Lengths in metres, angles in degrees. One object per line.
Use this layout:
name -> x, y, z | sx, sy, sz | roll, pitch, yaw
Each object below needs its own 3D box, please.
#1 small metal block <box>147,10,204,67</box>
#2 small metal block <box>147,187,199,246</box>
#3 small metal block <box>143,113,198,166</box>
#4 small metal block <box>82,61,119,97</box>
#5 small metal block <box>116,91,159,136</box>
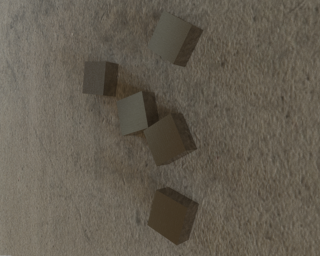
small metal block -> 0.018, -0.112, 0.388 | 0.050, 0.025, 0.050 | 40, 114, 32
small metal block -> 0.016, 0.109, 0.390 | 0.050, 0.025, 0.050 | 22, 104, 37
small metal block -> 0.012, 0.015, 0.393 | 0.050, 0.025, 0.050 | -32, 71, 35
small metal block -> -0.092, -0.076, 0.479 | 0.050, 0.025, 0.050 | 10, 96, 39
small metal block -> -0.030, -0.019, 0.428 | 0.050, 0.025, 0.050 | -17, 79, 38
